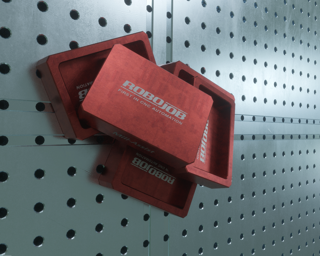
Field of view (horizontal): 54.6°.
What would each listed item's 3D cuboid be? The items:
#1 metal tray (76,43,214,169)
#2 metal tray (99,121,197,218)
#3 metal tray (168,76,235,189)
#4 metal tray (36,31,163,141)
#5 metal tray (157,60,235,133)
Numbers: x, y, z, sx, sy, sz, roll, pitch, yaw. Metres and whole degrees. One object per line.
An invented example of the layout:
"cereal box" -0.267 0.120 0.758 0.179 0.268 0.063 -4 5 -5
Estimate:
"metal tray" -0.012 -0.023 0.342 0.131 0.030 0.090 28 63 -13
"metal tray" -0.004 0.054 0.402 0.130 0.030 0.090 33 70 -35
"metal tray" 0.060 0.008 0.414 0.090 0.030 0.130 25 63 -37
"metal tray" -0.059 -0.051 0.355 0.131 0.030 0.090 -28 107 -36
"metal tray" 0.050 -0.027 0.445 0.131 0.030 0.090 24 75 -36
